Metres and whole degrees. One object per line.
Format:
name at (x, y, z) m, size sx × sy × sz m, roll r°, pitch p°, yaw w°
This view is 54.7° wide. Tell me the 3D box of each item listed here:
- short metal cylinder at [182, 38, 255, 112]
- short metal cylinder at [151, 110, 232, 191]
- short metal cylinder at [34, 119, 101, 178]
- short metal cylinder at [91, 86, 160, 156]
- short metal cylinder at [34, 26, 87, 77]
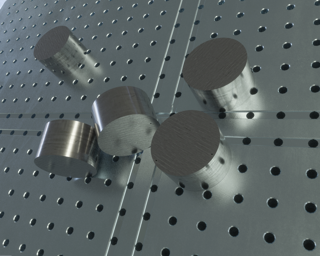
short metal cylinder at (0.075, -0.067, 0.394) m, size 0.080 × 0.050 × 0.080 m, roll -13°, pitch 56°, yaw 21°
short metal cylinder at (0.037, 0.026, 0.357) m, size 0.080 × 0.050 × 0.080 m, roll -13°, pitch 56°, yaw 21°
short metal cylinder at (-0.121, 0.030, 0.418) m, size 0.080 × 0.080 × 0.050 m, roll -8°, pitch 58°, yaw 24°
short metal cylinder at (-0.045, -0.008, 0.401) m, size 0.080 × 0.080 × 0.050 m, roll -29°, pitch 52°, yaw 10°
short metal cylinder at (-0.185, -0.143, 0.577) m, size 0.080 × 0.050 × 0.080 m, roll -13°, pitch 56°, yaw 21°
